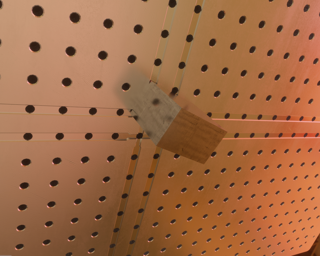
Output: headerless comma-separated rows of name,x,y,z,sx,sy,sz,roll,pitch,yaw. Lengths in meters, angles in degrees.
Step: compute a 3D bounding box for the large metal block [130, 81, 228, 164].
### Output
large metal block,0.022,-0.007,0.385,0.080,0.080,0.050,24,105,-37
